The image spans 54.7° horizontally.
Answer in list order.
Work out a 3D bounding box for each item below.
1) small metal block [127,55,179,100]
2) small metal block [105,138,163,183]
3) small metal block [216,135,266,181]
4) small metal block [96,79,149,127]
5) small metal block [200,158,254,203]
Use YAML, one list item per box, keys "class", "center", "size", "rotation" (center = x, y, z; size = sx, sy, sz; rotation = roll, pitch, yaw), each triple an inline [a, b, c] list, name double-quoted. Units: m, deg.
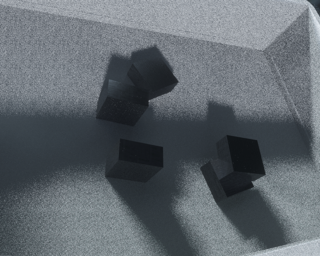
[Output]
- class: "small metal block"
  center: [-0.010, -0.072, 0.444]
  size: [0.050, 0.025, 0.050]
  rotation: [-26, 76, -37]
- class: "small metal block"
  center: [-0.030, 0.038, 0.350]
  size: [0.050, 0.050, 0.025]
  rotation: [13, 57, -21]
- class: "small metal block"
  center: [0.105, 0.040, 0.405]
  size: [0.050, 0.025, 0.050]
  rotation: [10, 57, -23]
- class: "small metal block"
  center: [-0.047, -0.029, 0.382]
  size: [0.050, 0.050, 0.025]
  rotation: [13, 57, -21]
- class: "small metal block"
  center: [0.089, 0.066, 0.413]
  size: [0.050, 0.025, 0.050]
  rotation: [-11, 67, -33]
